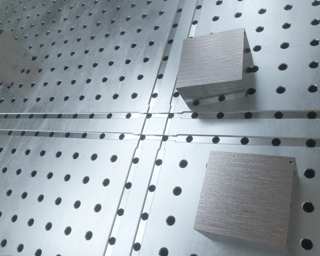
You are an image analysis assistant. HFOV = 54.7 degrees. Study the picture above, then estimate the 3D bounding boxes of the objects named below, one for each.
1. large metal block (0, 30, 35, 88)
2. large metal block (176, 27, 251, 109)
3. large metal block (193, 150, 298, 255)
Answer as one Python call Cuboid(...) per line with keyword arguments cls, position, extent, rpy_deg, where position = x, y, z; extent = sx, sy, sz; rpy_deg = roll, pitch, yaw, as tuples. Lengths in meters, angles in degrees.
Cuboid(cls="large metal block", position=(-0.316, -0.138, 0.620), extent=(0.050, 0.080, 0.080), rpy_deg=(12, 68, 33))
Cuboid(cls="large metal block", position=(0.072, -0.075, 0.400), extent=(0.080, 0.050, 0.080), rpy_deg=(-4, 60, 26))
Cuboid(cls="large metal block", position=(0.087, 0.071, 0.302), extent=(0.080, 0.050, 0.080), rpy_deg=(3, 63, 29))
